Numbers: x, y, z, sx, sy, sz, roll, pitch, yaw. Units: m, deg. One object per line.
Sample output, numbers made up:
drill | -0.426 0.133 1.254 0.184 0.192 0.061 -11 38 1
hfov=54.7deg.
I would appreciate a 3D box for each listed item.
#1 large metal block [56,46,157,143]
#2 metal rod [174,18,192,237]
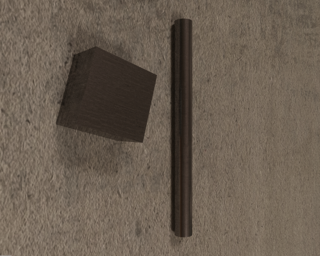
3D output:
large metal block | -0.057 -0.032 0.342 0.080 0.050 0.080 19 78 -39
metal rod | 0.033 0.000 0.434 0.025 0.025 0.298 0 90 -40
